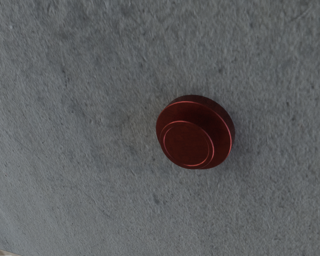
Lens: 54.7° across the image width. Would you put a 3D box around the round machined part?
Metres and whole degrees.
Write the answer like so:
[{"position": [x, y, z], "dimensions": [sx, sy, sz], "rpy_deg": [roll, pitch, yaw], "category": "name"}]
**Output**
[{"position": [0.039, 0.012, 0.382], "dimensions": [0.098, 0.042, 0.097], "rpy_deg": [13, 124, 20], "category": "round machined part"}]
